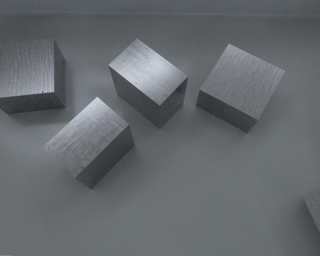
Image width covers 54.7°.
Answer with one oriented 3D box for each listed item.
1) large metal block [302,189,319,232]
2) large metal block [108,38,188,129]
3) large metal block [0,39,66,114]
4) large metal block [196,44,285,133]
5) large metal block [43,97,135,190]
[{"bbox_3d":[0.219,0.098,0.343,0.080,0.050,0.080,-28,69,25],"label":"large metal block"},{"bbox_3d":[-0.014,-0.054,0.400,0.080,0.080,0.050,39,75,13],"label":"large metal block"},{"bbox_3d":[-0.176,-0.069,0.420,0.081,0.050,0.080,-6,70,-3],"label":"large metal block"},{"bbox_3d":[0.105,-0.052,0.416,0.080,0.050,0.080,30,73,10],"label":"large metal block"},{"bbox_3d":[-0.079,0.022,0.372,0.050,0.080,0.080,41,75,13],"label":"large metal block"}]
